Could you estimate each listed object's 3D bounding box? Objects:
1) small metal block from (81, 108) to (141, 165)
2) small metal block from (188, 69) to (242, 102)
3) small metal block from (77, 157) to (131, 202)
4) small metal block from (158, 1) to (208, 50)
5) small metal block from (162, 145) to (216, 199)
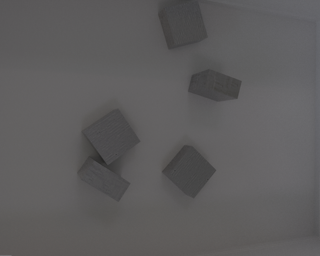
[{"bbox_3d":[-0.061,0.011,0.388,0.050,0.025,0.050,-36,102,-16],"label":"small metal block"},{"bbox_3d":[0.074,-0.057,0.424,0.050,0.050,0.025,16,85,-20],"label":"small metal block"},{"bbox_3d":[-0.069,0.060,0.372,0.050,0.050,0.025,36,79,-17],"label":"small metal block"},{"bbox_3d":[0.031,-0.140,0.422,0.050,0.025,0.050,-19,97,-19],"label":"small metal block"},{"bbox_3d":[0.040,0.059,0.425,0.050,0.025,0.050,45,76,-15],"label":"small metal block"}]
